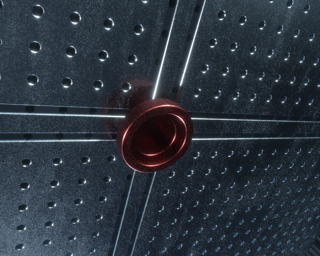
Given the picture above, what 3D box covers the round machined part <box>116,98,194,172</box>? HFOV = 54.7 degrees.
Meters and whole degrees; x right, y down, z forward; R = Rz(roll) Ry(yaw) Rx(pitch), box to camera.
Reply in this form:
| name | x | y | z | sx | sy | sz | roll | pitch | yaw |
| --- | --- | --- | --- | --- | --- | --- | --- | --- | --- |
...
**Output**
| name | x | y | z | sx | sy | sz | roll | pitch | yaw |
| --- | --- | --- | --- | --- | --- | --- | --- | --- | --- |
| round machined part | -0.009 | 0.006 | 0.400 | 0.099 | 0.042 | 0.097 | -14 | 125 | -21 |
